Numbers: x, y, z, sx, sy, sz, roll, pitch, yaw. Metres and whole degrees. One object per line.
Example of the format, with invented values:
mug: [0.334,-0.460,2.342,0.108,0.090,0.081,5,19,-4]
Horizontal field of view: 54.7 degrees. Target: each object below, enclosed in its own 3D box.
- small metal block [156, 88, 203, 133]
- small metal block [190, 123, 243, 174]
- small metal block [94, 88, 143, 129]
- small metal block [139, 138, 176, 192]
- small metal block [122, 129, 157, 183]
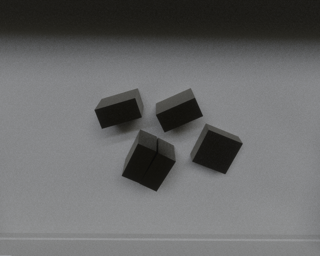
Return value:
small metal block: [0.023,-0.023,0.390,0.050,0.050,0.025,-23,109,8]
small metal block: [0.076,0.028,0.423,0.050,0.025,0.050,22,108,-8]
small metal block: [-0.049,-0.025,0.388,0.050,0.050,0.025,-16,110,5]
small metal block: [-0.003,0.048,0.416,0.025,0.050,0.050,28,108,-10]
small metal block: [-0.027,0.036,0.411,0.025,0.050,0.050,24,108,-9]
